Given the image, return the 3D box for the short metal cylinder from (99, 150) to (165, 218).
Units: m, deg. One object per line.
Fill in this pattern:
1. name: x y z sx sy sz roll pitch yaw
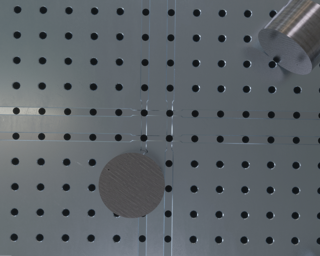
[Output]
1. short metal cylinder: -0.034 0.069 0.401 0.081 0.050 0.079 0 90 0

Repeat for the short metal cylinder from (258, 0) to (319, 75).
1. short metal cylinder: 0.172 -0.113 0.387 0.080 0.080 0.050 43 90 0
